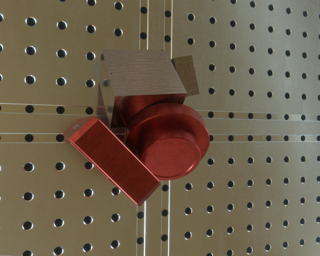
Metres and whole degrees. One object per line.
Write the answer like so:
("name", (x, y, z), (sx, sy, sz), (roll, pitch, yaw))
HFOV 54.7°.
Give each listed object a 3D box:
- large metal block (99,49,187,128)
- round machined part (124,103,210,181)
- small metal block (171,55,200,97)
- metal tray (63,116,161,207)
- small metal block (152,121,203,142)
("large metal block", (-0.024, -0.049, 0.370), (0.081, 0.050, 0.080), (-5, 50, -20))
("round machined part", (0.009, 0.022, 0.354), (0.099, 0.042, 0.097), (-4, 130, -5))
("small metal block", (0.025, -0.065, 0.410), (0.025, 0.050, 0.050), (-14, 95, -20))
("metal tray", (-0.059, 0.031, 0.336), (0.030, 0.130, 0.090), (-46, 105, -14))
("small metal block", (0.022, 0.004, 0.409), (0.050, 0.050, 0.025), (1, 90, -21))
